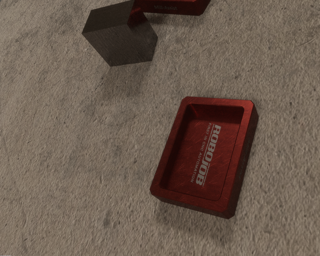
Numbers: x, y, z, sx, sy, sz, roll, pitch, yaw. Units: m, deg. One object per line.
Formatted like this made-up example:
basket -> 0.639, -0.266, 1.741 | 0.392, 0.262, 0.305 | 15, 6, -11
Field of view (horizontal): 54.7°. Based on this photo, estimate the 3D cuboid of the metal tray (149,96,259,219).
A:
metal tray -> 0.052, 0.028, 0.355 | 0.090, 0.030, 0.130 | 7, 65, 31

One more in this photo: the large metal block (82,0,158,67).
large metal block -> -0.060, -0.146, 0.488 | 0.080, 0.080, 0.050 | -2, 61, 27

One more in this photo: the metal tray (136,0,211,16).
metal tray -> 0.030, -0.239, 0.530 | 0.130, 0.030, 0.090 | 18, 71, 34
